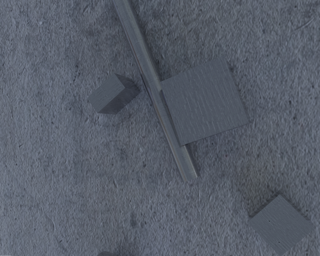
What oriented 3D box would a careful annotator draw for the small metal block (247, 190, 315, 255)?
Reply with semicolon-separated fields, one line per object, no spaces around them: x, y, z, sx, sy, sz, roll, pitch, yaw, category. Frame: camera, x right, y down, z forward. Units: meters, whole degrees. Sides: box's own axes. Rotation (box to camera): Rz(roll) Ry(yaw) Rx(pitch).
0.139;0.109;0.360;0.050;0.025;0.050;46;104;14;small metal block

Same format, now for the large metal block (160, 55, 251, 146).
0.056;-0.030;0.375;0.080;0.050;0.080;-20;83;18;large metal block

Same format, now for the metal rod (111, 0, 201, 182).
-0.014;-0.073;0.412;0.025;0.025;0.299;-24;82;18;metal rod

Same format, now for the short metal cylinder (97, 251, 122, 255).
-0.061;0.207;0.400;0.050;0.080;0.079;9;93;19;short metal cylinder

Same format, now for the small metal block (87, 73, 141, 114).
-0.060;-0.044;0.416;0.050;0.050;0.025;-40;78;15;small metal block
